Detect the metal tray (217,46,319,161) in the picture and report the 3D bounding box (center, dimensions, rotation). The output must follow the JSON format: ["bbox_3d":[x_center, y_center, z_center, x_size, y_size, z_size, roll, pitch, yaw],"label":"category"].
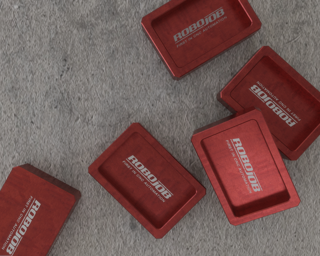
[{"bbox_3d":[0.152,-0.032,0.408,0.130,0.030,0.090,42,90,0],"label":"metal tray"}]

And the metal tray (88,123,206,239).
[{"bbox_3d":[-0.016,0.067,0.407,0.130,0.030,0.090,45,90,0],"label":"metal tray"}]

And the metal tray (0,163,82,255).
[{"bbox_3d":[-0.175,0.124,0.406,0.090,0.030,0.130,29,90,0],"label":"metal tray"}]

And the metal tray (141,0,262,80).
[{"bbox_3d":[0.053,-0.133,0.407,0.130,0.030,0.090,-31,90,0],"label":"metal tray"}]

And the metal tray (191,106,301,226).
[{"bbox_3d":[0.106,0.048,0.390,0.090,0.030,0.129,-24,97,15],"label":"metal tray"}]
